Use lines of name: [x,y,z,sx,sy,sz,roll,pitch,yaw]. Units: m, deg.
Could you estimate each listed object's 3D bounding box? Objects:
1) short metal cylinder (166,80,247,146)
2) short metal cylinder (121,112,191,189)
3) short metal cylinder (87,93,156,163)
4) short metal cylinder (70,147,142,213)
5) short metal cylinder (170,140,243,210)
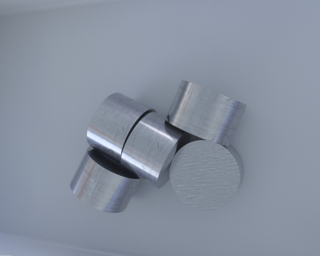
short metal cylinder: [0.053,-0.018,0.360,0.080,0.080,0.050,24,98,18]
short metal cylinder: [-0.003,0.027,0.381,0.050,0.080,0.080,28,99,17]
short metal cylinder: [-0.047,0.001,0.395,0.050,0.080,0.080,27,99,17]
short metal cylinder: [-0.068,0.065,0.402,0.080,0.080,0.050,31,100,17]
short metal cylinder: [0.058,0.053,0.374,0.080,0.050,0.079,0,90,19]
